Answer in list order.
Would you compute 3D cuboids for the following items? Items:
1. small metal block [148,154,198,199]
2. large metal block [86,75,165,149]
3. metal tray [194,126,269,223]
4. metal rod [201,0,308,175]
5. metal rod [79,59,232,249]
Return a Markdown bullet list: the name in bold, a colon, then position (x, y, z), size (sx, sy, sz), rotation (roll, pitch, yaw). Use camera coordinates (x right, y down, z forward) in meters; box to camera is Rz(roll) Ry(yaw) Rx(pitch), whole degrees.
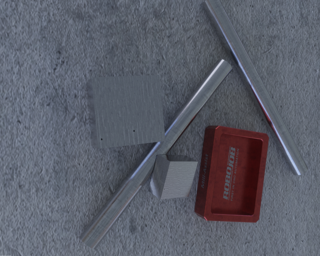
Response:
- **small metal block**: position (0.018, 0.063, 0.403), size (0.050, 0.025, 0.050), rotation (6, 102, -41)
- **large metal block**: position (-0.043, -0.020, 0.381), size (0.081, 0.050, 0.079), rotation (-6, 92, -20)
- **metal tray**: position (0.104, 0.066, 0.446), size (0.091, 0.030, 0.129), rotation (9, 87, -20)
- **metal rod**: position (0.146, -0.057, 0.464), size (0.025, 0.025, 0.299), rotation (-35, 102, -17)
- **metal rod**: position (0.002, 0.025, 0.410), size (0.025, 0.025, 0.300), rotation (42, 77, -16)
